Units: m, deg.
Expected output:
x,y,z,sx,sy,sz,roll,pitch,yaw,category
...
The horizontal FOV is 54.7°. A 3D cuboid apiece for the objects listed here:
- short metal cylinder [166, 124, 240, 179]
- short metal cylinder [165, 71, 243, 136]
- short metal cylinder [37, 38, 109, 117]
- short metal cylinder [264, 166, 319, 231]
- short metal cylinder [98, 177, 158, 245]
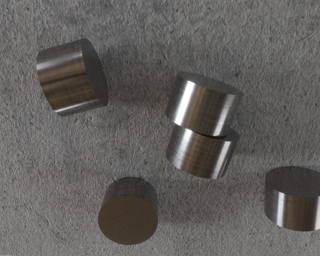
x,y,z,sx,sy,sz,roll,pitch,yaw,category
0.052,0.021,0.388,0.080,0.080,0.050,15,110,-6,short metal cylinder
0.052,-0.030,0.370,0.080,0.080,0.050,15,110,-6,short metal cylinder
-0.097,-0.058,0.358,0.050,0.080,0.080,-15,110,5,short metal cylinder
0.183,0.092,0.416,0.080,0.080,0.050,-4,110,1,short metal cylinder
-0.043,0.116,0.439,0.081,0.050,0.079,0,110,0,short metal cylinder
